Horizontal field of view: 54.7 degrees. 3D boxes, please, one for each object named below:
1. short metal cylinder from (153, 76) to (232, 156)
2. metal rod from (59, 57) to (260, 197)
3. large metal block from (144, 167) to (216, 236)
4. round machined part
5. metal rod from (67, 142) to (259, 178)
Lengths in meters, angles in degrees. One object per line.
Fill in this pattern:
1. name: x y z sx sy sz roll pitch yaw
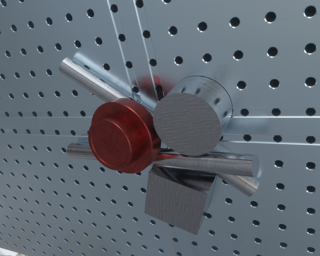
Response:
1. short metal cylinder: 0.039 -0.014 0.363 0.080 0.050 0.079 13 124 20
2. metal rod: -0.005 -0.005 0.410 0.301 0.025 0.025 33 129 5
3. large metal block: 0.028 0.090 0.432 0.080 0.050 0.079 18 126 17
4. round machined part: -0.051 0.015 0.391 0.098 0.042 0.097 14 117 29
5. metal rod: -0.020 0.038 0.420 0.300 0.025 0.025 1 119 35
